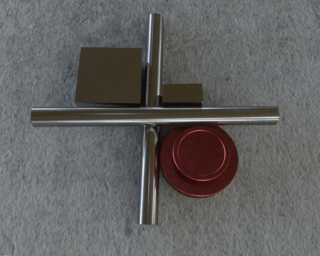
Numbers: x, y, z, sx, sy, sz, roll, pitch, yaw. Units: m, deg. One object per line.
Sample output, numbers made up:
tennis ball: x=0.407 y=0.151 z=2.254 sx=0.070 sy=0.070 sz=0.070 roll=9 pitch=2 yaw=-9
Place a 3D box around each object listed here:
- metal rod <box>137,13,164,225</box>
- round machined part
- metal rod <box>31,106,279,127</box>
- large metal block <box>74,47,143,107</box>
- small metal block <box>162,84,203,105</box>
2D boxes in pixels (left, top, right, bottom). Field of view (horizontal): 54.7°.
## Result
metal rod: x=-0.011 y=-0.025 z=0.418 sx=0.025 sy=0.025 sz=0.299 roll=2 pitch=70 yaw=0
round machined part: x=0.049 y=0.036 z=0.387 sx=0.099 sy=0.042 sz=0.098 roll=0 pitch=70 yaw=-1
metal rod: x=-0.002 y=-0.015 z=0.388 sx=0.302 sy=0.025 sz=0.025 roll=-1 pitch=70 yaw=-5
large metal block: x=-0.064 y=-0.060 z=0.416 sx=0.081 sy=0.050 sz=0.080 roll=1 pitch=70 yaw=0
small metal block: x=0.028 y=-0.036 z=0.410 sx=0.050 sy=0.050 sz=0.025 roll=-1 pitch=70 yaw=-1
